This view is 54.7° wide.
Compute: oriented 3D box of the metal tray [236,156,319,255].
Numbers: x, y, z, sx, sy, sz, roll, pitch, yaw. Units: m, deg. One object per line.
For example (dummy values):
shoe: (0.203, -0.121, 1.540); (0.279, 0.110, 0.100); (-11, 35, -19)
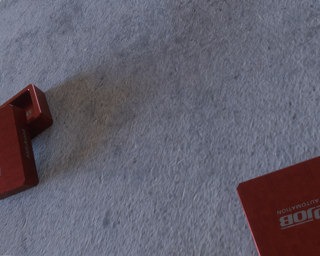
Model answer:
metal tray: (0.147, 0.075, 0.278); (0.130, 0.030, 0.090); (-22, 53, 14)

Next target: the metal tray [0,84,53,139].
metal tray: (-0.253, -0.007, 0.534); (0.130, 0.030, 0.090); (-36, 51, 4)

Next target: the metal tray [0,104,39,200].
metal tray: (-0.243, 0.039, 0.473); (0.090, 0.030, 0.130); (-22, 71, 9)
